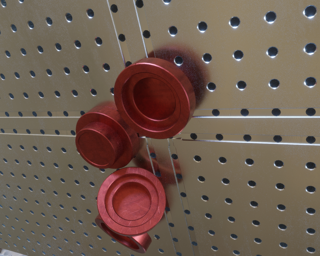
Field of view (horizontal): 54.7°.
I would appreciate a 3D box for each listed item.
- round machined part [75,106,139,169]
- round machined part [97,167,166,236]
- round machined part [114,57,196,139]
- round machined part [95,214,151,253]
[{"bbox_3d":[-0.084,0.021,0.456,0.098,0.042,0.097,13,124,20],"label":"round machined part"},{"bbox_3d":[-0.042,0.110,0.461,0.098,0.098,0.042,30,156,9],"label":"round machined part"},{"bbox_3d":[-0.003,-0.039,0.377,0.098,0.042,0.097,13,124,20],"label":"round machined part"},{"bbox_3d":[-0.055,0.162,0.514,0.098,0.042,0.097,24,148,17],"label":"round machined part"}]
